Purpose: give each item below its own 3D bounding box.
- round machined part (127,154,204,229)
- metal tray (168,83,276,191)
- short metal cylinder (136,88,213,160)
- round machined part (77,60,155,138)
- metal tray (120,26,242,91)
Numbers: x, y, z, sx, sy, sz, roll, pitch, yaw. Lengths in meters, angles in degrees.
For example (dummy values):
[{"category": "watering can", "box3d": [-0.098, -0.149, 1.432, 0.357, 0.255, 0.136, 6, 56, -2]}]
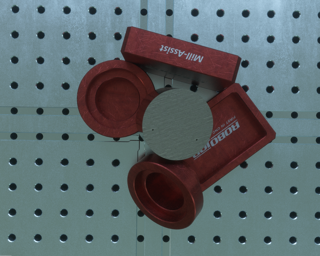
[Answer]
[{"category": "round machined part", "box3d": [0.011, 0.074, 0.388, 0.098, 0.042, 0.097, 18, 125, 28]}, {"category": "metal tray", "box3d": [0.073, 0.013, 0.411, 0.130, 0.030, 0.090, -36, 90, -1]}, {"category": "short metal cylinder", "box3d": [0.015, -0.007, 0.364, 0.081, 0.050, 0.079, -2, 99, -12]}, {"category": "round machined part", "box3d": [-0.054, -0.036, 0.404, 0.099, 0.042, 0.097, 0, 90, -1]}, {"category": "metal tray", "box3d": [0.023, -0.081, 0.381, 0.131, 0.090, 0.030, 15, 90, -1]}]
